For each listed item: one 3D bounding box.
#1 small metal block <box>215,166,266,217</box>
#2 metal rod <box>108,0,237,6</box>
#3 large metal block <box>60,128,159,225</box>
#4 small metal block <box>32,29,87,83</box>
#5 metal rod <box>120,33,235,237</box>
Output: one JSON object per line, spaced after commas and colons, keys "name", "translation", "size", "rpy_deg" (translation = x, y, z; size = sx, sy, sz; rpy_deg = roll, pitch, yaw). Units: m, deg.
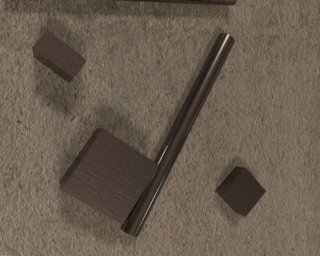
{"name": "small metal block", "translation": [0.119, 0.092, 0.455], "size": [0.050, 0.025, 0.050], "rpy_deg": [-46, 105, -14]}
{"name": "metal rod", "translation": [-0.035, -0.176, 0.396], "size": [0.303, 0.025, 0.025], "rpy_deg": [-6, 92, -20]}
{"name": "large metal block", "translation": [-0.062, 0.055, 0.374], "size": [0.080, 0.050, 0.080], "rpy_deg": [36, 78, -17]}
{"name": "small metal block", "translation": [-0.115, -0.079, 0.353], "size": [0.050, 0.050, 0.025], "rpy_deg": [38, 78, -17]}
{"name": "metal rod", "translation": [0.028, 0.002, 0.420], "size": [0.025, 0.025, 0.299], "rpy_deg": [31, 80, -18]}
